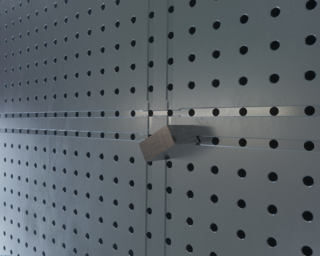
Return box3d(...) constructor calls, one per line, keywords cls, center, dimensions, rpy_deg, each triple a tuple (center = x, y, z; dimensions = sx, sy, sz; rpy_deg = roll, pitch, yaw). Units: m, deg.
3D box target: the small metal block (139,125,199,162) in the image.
box3d(cls="small metal block", center=(0.011, 0.019, 0.385), dimensions=(0.050, 0.050, 0.025), rpy_deg=(-34, 69, 35))
